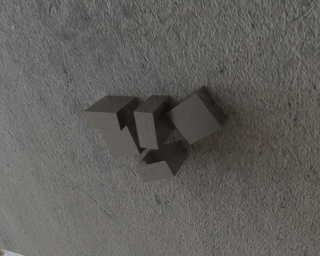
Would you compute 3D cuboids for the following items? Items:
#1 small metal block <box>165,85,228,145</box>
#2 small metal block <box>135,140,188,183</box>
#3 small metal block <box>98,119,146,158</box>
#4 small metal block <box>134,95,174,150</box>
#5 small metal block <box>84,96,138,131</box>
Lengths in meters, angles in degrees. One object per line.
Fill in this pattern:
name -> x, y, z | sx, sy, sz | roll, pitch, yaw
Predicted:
small metal block -> 0.044, -0.015, 0.374 | 0.050, 0.025, 0.050 | -32, 101, 38
small metal block -> 0.003, 0.045, 0.417 | 0.050, 0.050, 0.025 | -18, 109, 35
small metal block -> -0.052, 0.013, 0.442 | 0.050, 0.025, 0.050 | -10, 114, 32
small metal block -> -0.006, -0.008, 0.389 | 0.025, 0.050, 0.050 | 6, 121, 25
small metal block -> -0.063, -0.021, 0.411 | 0.050, 0.050, 0.025 | 4, 120, 26
